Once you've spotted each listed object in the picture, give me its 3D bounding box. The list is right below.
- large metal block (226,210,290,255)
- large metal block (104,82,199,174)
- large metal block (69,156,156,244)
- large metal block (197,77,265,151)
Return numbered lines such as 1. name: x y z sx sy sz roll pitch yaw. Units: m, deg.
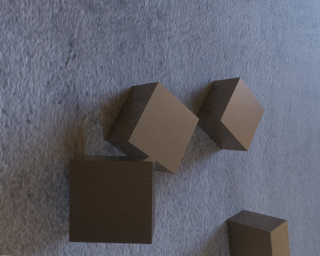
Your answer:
1. large metal block: 0.161 0.189 0.508 0.050 0.080 0.079 -12 98 -40
2. large metal block: -0.008 0.001 0.384 0.080 0.050 0.080 39 66 -33
3. large metal block: -0.047 0.071 0.324 0.080 0.050 0.079 1 90 2
4. large metal block: 0.110 -0.020 0.484 0.080 0.050 0.080 43 64 -32
